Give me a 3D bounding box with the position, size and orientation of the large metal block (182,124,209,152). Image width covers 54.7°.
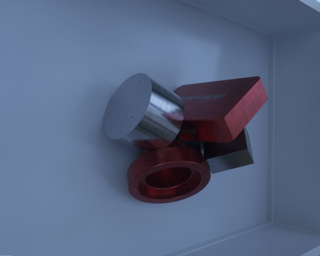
[{"bbox_3d":[0.065,0.012,0.435,0.081,0.050,0.079,-18,107,-39],"label":"large metal block"}]

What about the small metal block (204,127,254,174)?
[{"bbox_3d":[0.080,0.022,0.369,0.025,0.050,0.050,58,25,-33],"label":"small metal block"}]

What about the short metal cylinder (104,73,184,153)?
[{"bbox_3d":[-0.019,-0.015,0.354,0.050,0.080,0.080,29,72,-37],"label":"short metal cylinder"}]

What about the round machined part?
[{"bbox_3d":[0.009,0.051,0.379,0.098,0.098,0.042,26,38,-38],"label":"round machined part"}]

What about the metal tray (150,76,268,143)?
[{"bbox_3d":[0.052,-0.023,0.381,0.090,0.130,0.030,-43,117,-32],"label":"metal tray"}]
